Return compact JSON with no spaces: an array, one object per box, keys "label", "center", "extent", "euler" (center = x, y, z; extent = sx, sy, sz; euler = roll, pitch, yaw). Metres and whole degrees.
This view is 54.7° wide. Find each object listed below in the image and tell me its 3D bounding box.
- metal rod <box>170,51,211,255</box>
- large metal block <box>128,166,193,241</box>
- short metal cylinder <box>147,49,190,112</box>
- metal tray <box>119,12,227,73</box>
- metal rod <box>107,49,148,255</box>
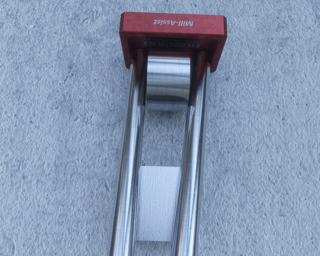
[{"label":"metal rod","center":[0.039,0.022,0.352],"extent":[0.025,0.025,0.300],"euler":[8,55,2]},{"label":"large metal block","center":[0.003,0.089,0.361],"extent":[0.081,0.050,0.080],"euler":[2,70,0]},{"label":"short metal cylinder","center":[0.010,-0.062,0.403],"extent":[0.050,0.080,0.080],"euler":[2,70,0]},{"label":"metal tray","center":[0.016,-0.112,0.416],"extent":[0.131,0.090,0.030],"euler":[2,70,0]},{"label":"metal rod","center":[-0.033,0.019,0.353],"extent":[0.025,0.025,0.300],"euler":[2,55,0]}]
